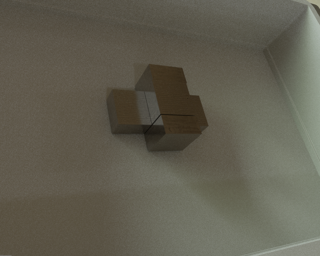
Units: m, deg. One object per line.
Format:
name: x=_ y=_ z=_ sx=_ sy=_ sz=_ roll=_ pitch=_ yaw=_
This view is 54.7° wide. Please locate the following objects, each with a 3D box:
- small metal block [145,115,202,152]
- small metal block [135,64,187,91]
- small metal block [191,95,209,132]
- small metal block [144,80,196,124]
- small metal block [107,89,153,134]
small metal block: x=0.016 y=0.007 z=0.389 sx=0.050 sy=0.050 sz=0.025 roll=1 pitch=62 yaw=-28
small metal block: x=0.000 y=-0.059 z=0.423 sx=0.050 sy=0.050 sz=0.025 roll=1 pitch=62 yaw=-28
small metal block: x=0.034 y=-0.019 z=0.433 sx=0.050 sy=0.025 sz=0.050 roll=1 pitch=61 yaw=-28
small metal block: x=0.012 y=-0.032 z=0.396 sx=0.050 sy=0.025 sz=0.050 roll=1 pitch=61 yaw=-28
small metal block: x=-0.037 y=-0.020 z=0.395 sx=0.050 sy=0.025 sz=0.050 roll=1 pitch=61 yaw=-28
